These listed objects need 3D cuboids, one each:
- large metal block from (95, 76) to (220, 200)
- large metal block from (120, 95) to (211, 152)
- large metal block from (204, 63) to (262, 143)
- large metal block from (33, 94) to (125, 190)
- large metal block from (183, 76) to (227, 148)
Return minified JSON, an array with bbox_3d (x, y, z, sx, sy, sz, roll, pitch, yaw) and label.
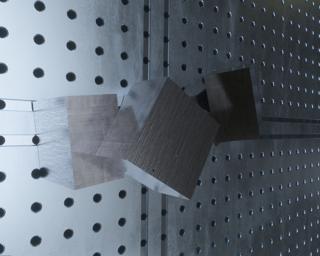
[{"bbox_3d":[0.001,0.011,0.290,0.080,0.050,0.080,38,67,-33],"label":"large metal block"},{"bbox_3d":[0.004,-0.005,0.378,0.080,0.080,0.050,24,75,-38],"label":"large metal block"},{"bbox_3d":[0.094,-0.034,0.385,0.080,0.050,0.079,-37,117,-66],"label":"large metal block"},{"bbox_3d":[-0.082,0.010,0.305,0.050,0.080,0.079,-8,96,-40],"label":"large metal block"},{"bbox_3d":[0.072,-0.027,0.455,0.080,0.050,0.080,-37,113,-34],"label":"large metal block"}]
